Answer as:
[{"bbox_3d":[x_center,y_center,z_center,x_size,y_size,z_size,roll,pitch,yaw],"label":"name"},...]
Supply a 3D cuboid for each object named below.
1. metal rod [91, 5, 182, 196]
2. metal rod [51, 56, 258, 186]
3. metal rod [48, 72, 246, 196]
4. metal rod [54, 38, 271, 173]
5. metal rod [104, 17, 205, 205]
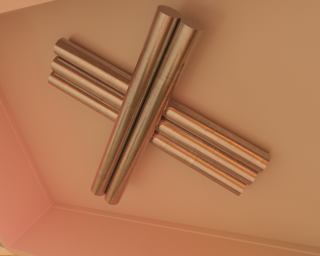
[{"bbox_3d":[-0.043,-0.008,0.392,0.025,0.025,0.298,32,129,7],"label":"metal rod"},{"bbox_3d":[-0.012,-0.015,0.404,0.301,0.025,0.025,30,128,8],"label":"metal rod"},{"bbox_3d":[-0.022,0.002,0.419,0.301,0.025,0.025,30,128,8],"label":"metal rod"},{"bbox_3d":[-0.003,-0.033,0.388,0.301,0.025,0.025,30,128,8],"label":"metal rod"},{"bbox_3d":[-0.021,0.004,0.389,0.025,0.025,0.298,32,129,7],"label":"metal rod"}]
